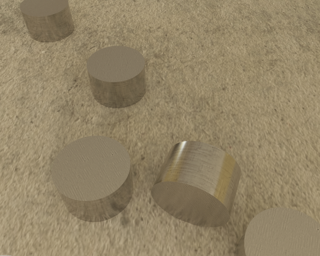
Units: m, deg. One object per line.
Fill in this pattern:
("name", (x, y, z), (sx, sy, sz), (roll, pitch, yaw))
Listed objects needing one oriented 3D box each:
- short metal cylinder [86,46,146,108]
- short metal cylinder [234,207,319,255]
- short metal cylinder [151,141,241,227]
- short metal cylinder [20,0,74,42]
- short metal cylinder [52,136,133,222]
("short metal cylinder", (-0.061, -0.075, 0.449), (0.081, 0.050, 0.080), (0, 50, 0))
("short metal cylinder", (0.113, 0.122, 0.286), (0.081, 0.050, 0.080), (0, 50, 0))
("short metal cylinder", (0.038, 0.059, 0.319), (0.080, 0.080, 0.050), (17, 52, 13))
("short metal cylinder", (-0.198, -0.197, 0.550), (0.081, 0.050, 0.080), (0, 50, 0))
("short metal cylinder", (-0.071, 0.055, 0.340), (0.081, 0.050, 0.080), (0, 50, 0))
